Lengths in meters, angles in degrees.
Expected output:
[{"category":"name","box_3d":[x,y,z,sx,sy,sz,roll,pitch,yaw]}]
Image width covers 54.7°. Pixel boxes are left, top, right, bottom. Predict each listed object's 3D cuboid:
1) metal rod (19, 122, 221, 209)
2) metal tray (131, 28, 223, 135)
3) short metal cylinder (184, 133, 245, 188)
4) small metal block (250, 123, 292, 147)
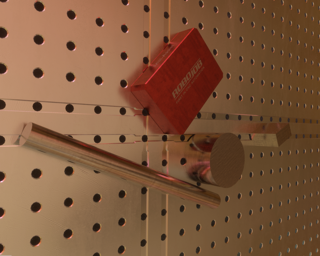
[{"category":"metal rod","box_3d":[-0.023,0.060,0.391,0.301,0.025,0.025,27,73,-37]},{"category":"metal tray","box_3d":[0.030,-0.065,0.433,0.090,0.030,0.130,52,59,-28]},{"category":"short metal cylinder","box_3d":[0.082,0.046,0.465,0.081,0.050,0.079,0,90,-40]},{"category":"small metal block","box_3d":[0.203,0.012,0.567,0.050,0.050,0.025,-29,109,-37]}]
